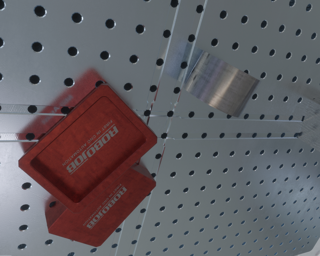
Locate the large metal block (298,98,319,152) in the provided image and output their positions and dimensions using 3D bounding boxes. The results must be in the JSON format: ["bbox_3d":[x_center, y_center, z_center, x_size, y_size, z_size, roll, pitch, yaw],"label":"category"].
[{"bbox_3d":[0.300,-0.001,0.539,0.050,0.080,0.079,-12,124,-22],"label":"large metal block"}]

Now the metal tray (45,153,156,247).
[{"bbox_3d":[-0.080,0.098,0.425,0.130,0.030,0.090,-48,129,5],"label":"metal tray"}]

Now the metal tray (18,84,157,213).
[{"bbox_3d":[-0.080,0.023,0.356,0.130,0.030,0.090,-42,106,1],"label":"metal tray"}]

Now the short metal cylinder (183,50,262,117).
[{"bbox_3d":[0.076,-0.055,0.383,0.081,0.080,0.050,16,110,-35],"label":"short metal cylinder"}]
